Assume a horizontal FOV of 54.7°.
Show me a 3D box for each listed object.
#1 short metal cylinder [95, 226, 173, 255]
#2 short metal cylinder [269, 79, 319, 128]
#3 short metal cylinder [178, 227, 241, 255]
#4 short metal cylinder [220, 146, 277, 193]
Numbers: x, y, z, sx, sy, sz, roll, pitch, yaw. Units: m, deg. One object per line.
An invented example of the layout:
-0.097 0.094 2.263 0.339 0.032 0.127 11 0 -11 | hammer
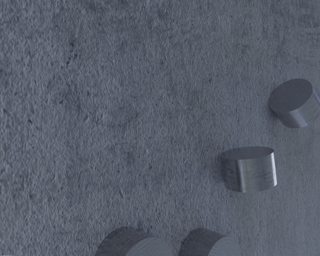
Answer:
-0.031 0.162 0.363 0.081 0.050 0.080 0 90 -40 | short metal cylinder
0.254 -0.046 0.581 0.050 0.080 0.080 43 64 -32 | short metal cylinder
0.073 0.191 0.450 0.081 0.050 0.080 0 90 -40 | short metal cylinder
0.138 0.063 0.485 0.081 0.080 0.050 -15 100 -39 | short metal cylinder
